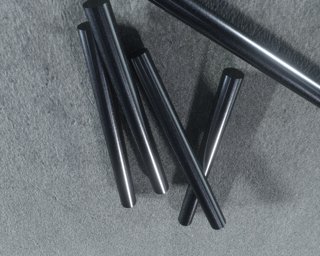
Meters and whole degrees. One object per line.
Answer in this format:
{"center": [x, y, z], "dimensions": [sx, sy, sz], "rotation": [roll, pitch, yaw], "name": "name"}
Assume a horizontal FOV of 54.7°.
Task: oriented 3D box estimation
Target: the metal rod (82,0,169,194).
{"center": [-0.028, -0.011, 0.385], "dimensions": [0.025, 0.025, 0.299], "rotation": [-9, 134, 7], "name": "metal rod"}

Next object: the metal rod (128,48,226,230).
{"center": [0.033, 0.034, 0.413], "dimensions": [0.025, 0.025, 0.299], "rotation": [-18, 121, 14], "name": "metal rod"}

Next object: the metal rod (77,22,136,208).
{"center": [-0.062, 0.008, 0.413], "dimensions": [0.025, 0.025, 0.298], "rotation": [-3, 130, 2], "name": "metal rod"}

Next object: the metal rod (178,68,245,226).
{"center": [0.064, 0.050, 0.450], "dimensions": [0.025, 0.025, 0.298], "rotation": [6, 130, -5], "name": "metal rod"}

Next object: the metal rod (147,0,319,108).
{"center": [0.099, -0.084, 0.337], "dimensions": [0.302, 0.025, 0.025], "rotation": [25, 126, -21], "name": "metal rod"}
